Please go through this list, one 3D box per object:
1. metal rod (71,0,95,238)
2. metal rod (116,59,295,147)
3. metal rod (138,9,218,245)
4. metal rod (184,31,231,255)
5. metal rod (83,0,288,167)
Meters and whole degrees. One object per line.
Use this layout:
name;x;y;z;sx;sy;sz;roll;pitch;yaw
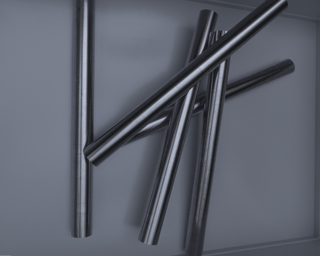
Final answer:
metal rod;-0.093;-0.020;0.376;0.025;0.025;0.298;1;90;-20
metal rod;0.069;-0.040;0.435;0.302;0.025;0.025;-23;98;-19
metal rod;0.024;-0.005;0.391;0.025;0.025;0.299;17;84;-19
metal rod;0.065;0.024;0.414;0.025;0.025;0.298;5;96;-20
metal rod;0.034;-0.061;0.370;0.301;0.025;0.025;-40;103;-5
